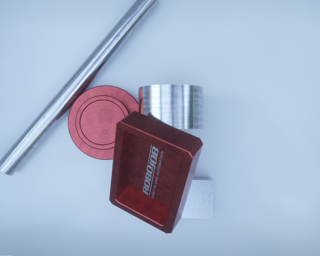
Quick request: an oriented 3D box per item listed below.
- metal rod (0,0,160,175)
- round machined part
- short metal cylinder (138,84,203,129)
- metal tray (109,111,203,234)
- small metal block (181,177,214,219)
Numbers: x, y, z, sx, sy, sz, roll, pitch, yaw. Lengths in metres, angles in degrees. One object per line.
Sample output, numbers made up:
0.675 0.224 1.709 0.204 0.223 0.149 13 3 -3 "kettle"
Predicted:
-0.107 -0.060 0.409 0.025 0.025 0.300 40 90 -1 "metal rod"
-0.070 -0.007 0.402 0.099 0.042 0.097 0 90 -1 "round machined part"
0.014 -0.024 0.384 0.081 0.080 0.050 0 90 -1 "short metal cylinder"
-0.010 0.054 0.362 0.090 0.030 0.129 23 126 18 "metal tray"
0.044 0.092 0.412 0.050 0.025 0.050 2 90 -1 "small metal block"
